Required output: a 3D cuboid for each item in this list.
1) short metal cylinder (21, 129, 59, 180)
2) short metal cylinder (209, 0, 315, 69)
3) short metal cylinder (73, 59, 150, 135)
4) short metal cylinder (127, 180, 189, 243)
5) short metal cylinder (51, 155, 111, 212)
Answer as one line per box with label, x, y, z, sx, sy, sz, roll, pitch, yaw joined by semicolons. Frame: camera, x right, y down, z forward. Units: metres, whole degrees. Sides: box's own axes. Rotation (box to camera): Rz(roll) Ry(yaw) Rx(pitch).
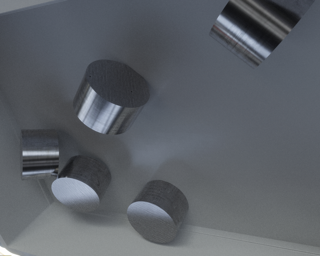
short metal cylinder;-0.194;0.042;0.494;0.080;0.050;0.079;2;92;63
short metal cylinder;0.087;-0.098;0.266;0.050;0.080;0.080;38;129;2
short metal cylinder;-0.060;-0.038;0.381;0.080;0.080;0.050;38;129;2
short metal cylinder;-0.003;0.127;0.472;0.080;0.050;0.079;13;124;21
short metal cylinder;-0.127;0.091;0.505;0.080;0.050;0.079;8;129;10
